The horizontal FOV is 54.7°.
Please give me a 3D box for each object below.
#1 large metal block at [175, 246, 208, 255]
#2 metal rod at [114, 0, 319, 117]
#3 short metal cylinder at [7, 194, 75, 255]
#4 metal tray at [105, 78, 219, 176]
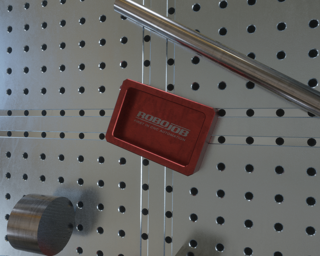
[{"bbox_3d":[0.031,0.203,0.372,0.050,0.080,0.079,13,95,19],"label":"large metal block"},{"bbox_3d":[0.066,-0.097,0.389,0.300,0.025,0.025,32,100,17],"label":"metal rod"},{"bbox_3d":[-0.167,0.136,0.442,0.050,0.080,0.079,1,91,20],"label":"short metal cylinder"},{"bbox_3d":[0.001,-0.003,0.409,0.130,0.030,0.089,21,97,18],"label":"metal tray"}]
